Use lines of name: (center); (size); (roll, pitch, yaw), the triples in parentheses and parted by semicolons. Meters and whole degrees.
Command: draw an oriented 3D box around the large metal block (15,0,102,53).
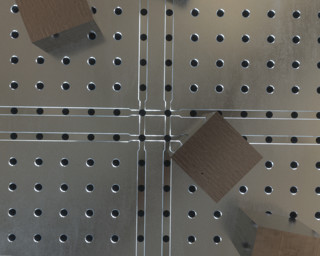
large metal block: (-0.132, -0.154, 0.399); (0.080, 0.050, 0.080); (-21, 90, -1)

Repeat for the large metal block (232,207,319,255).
large metal block: (0.144, 0.142, 0.388); (0.080, 0.080, 0.050); (12, 90, -1)

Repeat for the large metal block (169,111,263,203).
large metal block: (0.069, 0.036, 0.402); (0.080, 0.050, 0.080); (-45, 91, 0)
